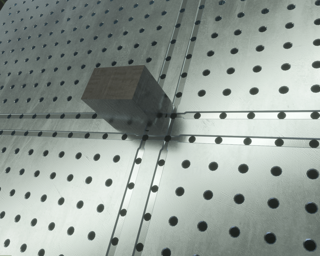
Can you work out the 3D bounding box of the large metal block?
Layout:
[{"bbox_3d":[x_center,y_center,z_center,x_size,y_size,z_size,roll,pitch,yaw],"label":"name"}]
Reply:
[{"bbox_3d":[-0.044,-0.039,0.421,0.080,0.080,0.050,3,63,30],"label":"large metal block"}]
